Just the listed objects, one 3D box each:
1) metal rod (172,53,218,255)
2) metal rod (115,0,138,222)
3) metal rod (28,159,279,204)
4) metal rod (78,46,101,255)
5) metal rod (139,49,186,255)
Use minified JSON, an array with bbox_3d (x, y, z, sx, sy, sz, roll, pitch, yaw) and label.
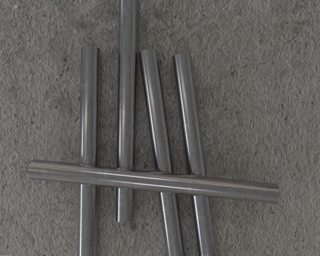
[{"bbox_3d":[0.048,0.052,0.410,0.025,0.025,0.298,-8,90,0],"label":"metal rod"},{"bbox_3d":[-0.044,-0.028,0.409,0.025,0.025,0.298,1,90,0],"label":"metal rod"},{"bbox_3d":[-0.007,0.066,0.383,0.302,0.025,0.025,6,90,0],"label":"metal rod"},{"bbox_3d":[-0.094,0.045,0.409,0.025,0.025,0.298,1,90,0],"label":"metal rod"},{"bbox_3d":[0.005,0.047,0.409,0.025,0.025,0.298,-8,90,0],"label":"metal rod"}]
